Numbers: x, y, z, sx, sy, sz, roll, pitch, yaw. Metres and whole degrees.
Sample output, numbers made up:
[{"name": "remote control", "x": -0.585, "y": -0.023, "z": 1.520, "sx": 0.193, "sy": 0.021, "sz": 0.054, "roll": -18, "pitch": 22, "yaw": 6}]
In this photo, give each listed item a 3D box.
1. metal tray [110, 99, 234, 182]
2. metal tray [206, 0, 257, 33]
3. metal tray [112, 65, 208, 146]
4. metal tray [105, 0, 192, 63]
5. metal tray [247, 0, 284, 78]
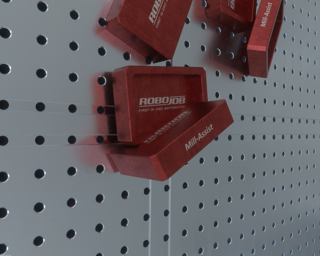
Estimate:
[{"name": "metal tray", "x": 0.016, "y": 0.011, "z": 0.375, "sx": 0.131, "sy": 0.090, "sz": 0.030, "roll": -36, "pitch": 109, "yaw": -33}, {"name": "metal tray", "x": 0.121, "y": -0.233, "z": 0.504, "sx": 0.091, "sy": 0.030, "sz": 0.129, "roll": 10, "pitch": 84, "yaw": -39}, {"name": "metal tray", "x": 0.006, "y": -0.031, "z": 0.395, "sx": 0.131, "sy": 0.030, "sz": 0.090, "roll": -8, "pitch": 95, "yaw": -39}, {"name": "metal tray", "x": -0.006, "y": -0.162, "z": 0.399, "sx": 0.090, "sy": 0.030, "sz": 0.130, "roll": 29, "pitch": 72, "yaw": -36}, {"name": "metal tray", "x": 0.183, "y": -0.163, "z": 0.531, "sx": 0.130, "sy": 0.030, "sz": 0.090, "roll": -70, "pitch": 155, "yaw": -16}]
